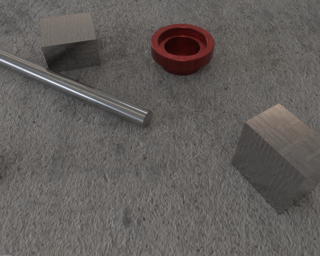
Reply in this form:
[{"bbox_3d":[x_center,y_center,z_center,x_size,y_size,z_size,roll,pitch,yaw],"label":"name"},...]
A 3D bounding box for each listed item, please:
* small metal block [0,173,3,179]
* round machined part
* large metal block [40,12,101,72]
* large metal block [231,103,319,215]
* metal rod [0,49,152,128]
[{"bbox_3d":[-0.222,0.048,0.361,0.050,0.025,0.050,-30,56,-23],"label":"small metal block"},{"bbox_3d":[0.035,-0.121,0.494,0.099,0.042,0.098,0,50,0],"label":"round machined part"},{"bbox_3d":[-0.145,-0.140,0.503,0.081,0.050,0.080,-11,51,-9],"label":"large metal block"},{"bbox_3d":[0.131,0.034,0.339,0.050,0.080,0.080,-26,55,-20],"label":"large metal block"},{"bbox_3d":[-0.148,-0.067,0.458,0.301,0.025,0.025,23,54,18],"label":"metal rod"}]
